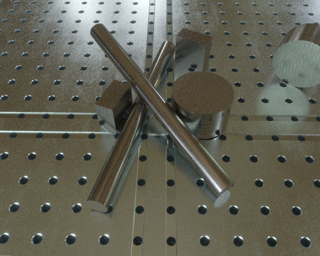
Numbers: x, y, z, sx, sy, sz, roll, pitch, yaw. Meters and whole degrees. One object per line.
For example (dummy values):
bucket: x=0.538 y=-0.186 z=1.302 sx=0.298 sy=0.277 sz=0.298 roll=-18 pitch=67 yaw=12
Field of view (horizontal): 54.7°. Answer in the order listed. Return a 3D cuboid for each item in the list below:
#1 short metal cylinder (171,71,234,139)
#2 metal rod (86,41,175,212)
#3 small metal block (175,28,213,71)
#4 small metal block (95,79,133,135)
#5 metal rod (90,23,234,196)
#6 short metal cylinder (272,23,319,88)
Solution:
short metal cylinder: x=0.055 y=-0.031 z=0.418 sx=0.081 sy=0.050 sz=0.080 roll=0 pitch=50 yaw=0
metal rod: x=-0.027 y=-0.025 z=0.428 sx=0.025 sy=0.025 sz=0.300 roll=12 pitch=51 yaw=10
small metal block: x=0.053 y=-0.126 z=0.497 sx=0.050 sy=0.050 sz=0.025 roll=23 pitch=54 yaw=18
small metal block: x=-0.060 y=-0.028 z=0.414 sx=0.025 sy=0.050 sz=0.050 roll=18 pitch=52 yaw=15
metal rod: x=-0.010 y=-0.039 z=0.409 sx=0.025 sy=0.025 sz=0.300 roll=-28 pitch=65 yaw=-21
short metal cylinder: x=0.217 y=-0.108 z=0.464 sx=0.080 sy=0.080 sz=0.050 roll=25 pitch=55 yaw=19
